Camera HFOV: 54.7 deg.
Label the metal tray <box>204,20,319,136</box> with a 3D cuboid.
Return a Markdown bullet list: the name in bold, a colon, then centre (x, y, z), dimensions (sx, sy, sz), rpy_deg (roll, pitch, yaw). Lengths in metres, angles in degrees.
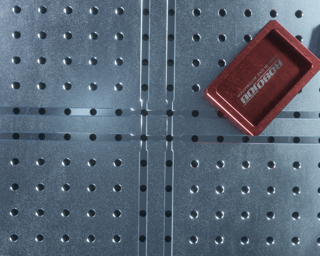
- **metal tray**: centre (0.134, -0.064, 0.411), dimensions (0.090, 0.030, 0.130), rpy_deg (43, 90, 0)

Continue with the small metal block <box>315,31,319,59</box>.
- **small metal block**: centre (0.243, -0.116, 0.415), dimensions (0.050, 0.025, 0.050), rpy_deg (12, 90, 0)
